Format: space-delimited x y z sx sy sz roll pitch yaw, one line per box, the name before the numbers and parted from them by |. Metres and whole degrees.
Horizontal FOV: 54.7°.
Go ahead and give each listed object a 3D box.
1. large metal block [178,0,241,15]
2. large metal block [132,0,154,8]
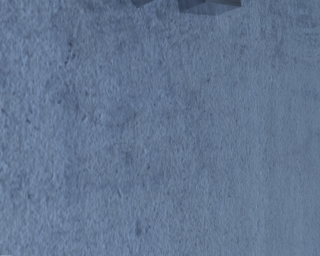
large metal block | 0.069 -0.212 0.448 0.081 0.050 0.079 -13 99 -40
large metal block | -0.017 -0.197 0.356 0.080 0.080 0.050 43 64 -32
